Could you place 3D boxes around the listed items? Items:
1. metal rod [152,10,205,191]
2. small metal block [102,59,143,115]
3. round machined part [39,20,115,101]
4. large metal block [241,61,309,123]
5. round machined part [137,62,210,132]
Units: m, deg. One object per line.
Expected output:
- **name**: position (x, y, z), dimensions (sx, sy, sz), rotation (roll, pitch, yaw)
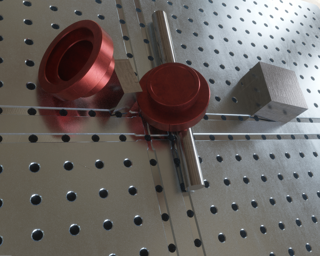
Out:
- **metal rod**: position (0.021, -0.057, 0.453), dimensions (0.025, 0.025, 0.299), rotation (5, 60, -26)
- **small metal block**: position (-0.051, -0.052, 0.396), dimensions (0.025, 0.050, 0.050), rotation (-11, 68, -33)
- **round machined part**: position (-0.093, -0.075, 0.369), dimensions (0.042, 0.098, 0.098), rotation (37, 40, -51)
- **large metal block**: position (0.195, -0.060, 0.534), dimensions (0.081, 0.050, 0.080), rotation (9, 58, -24)
- **round machined part**: position (0.017, -0.048, 0.411), dimensions (0.099, 0.042, 0.098), rotation (-1, 63, 1)
